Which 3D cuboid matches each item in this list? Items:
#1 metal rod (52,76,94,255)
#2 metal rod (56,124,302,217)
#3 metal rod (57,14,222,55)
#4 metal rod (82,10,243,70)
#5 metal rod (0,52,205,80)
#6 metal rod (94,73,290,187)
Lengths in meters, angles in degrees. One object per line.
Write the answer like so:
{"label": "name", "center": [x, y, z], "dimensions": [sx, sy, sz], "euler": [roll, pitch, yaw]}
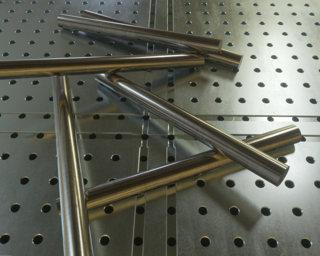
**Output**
{"label": "metal rod", "center": [-0.108, 0.025, 0.362], "dimensions": [0.025, 0.025, 0.300], "euler": [-13, 44, -11]}
{"label": "metal rod", "center": [0.033, 0.047, 0.368], "dimensions": [0.302, 0.025, 0.025], "euler": [-16, 52, -13]}
{"label": "metal rod", "center": [-0.045, -0.161, 0.525], "dimensions": [0.301, 0.025, 0.025], "euler": [15, 52, 19]}
{"label": "metal rod", "center": [-0.005, -0.157, 0.539], "dimensions": [0.301, 0.025, 0.025], "euler": [21, 53, 17]}
{"label": "metal rod", "center": [-0.074, -0.092, 0.447], "dimensions": [0.302, 0.025, 0.025], "euler": [-8, 50, -21]}
{"label": "metal rod", "center": [0.018, -0.016, 0.399], "dimensions": [0.300, 0.025, 0.025], "euler": [31, 57, 32]}
